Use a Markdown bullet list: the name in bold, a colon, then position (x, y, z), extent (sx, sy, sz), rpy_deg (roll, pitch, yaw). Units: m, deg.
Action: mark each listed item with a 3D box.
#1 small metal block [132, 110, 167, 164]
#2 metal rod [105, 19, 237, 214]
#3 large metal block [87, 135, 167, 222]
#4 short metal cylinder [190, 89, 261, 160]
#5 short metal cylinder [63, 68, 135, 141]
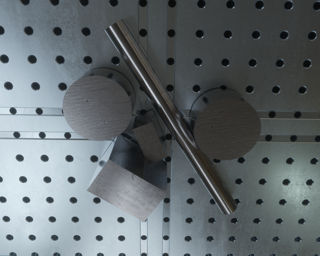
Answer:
- **small metal block**: position (-0.012, 0.010, 0.399), extent (0.025, 0.050, 0.050), rpy_deg (-20, 109, 7)
- **metal rod**: position (0.024, -0.002, 0.409), extent (0.025, 0.025, 0.299), rpy_deg (-30, 108, 10)
- **large metal block**: position (-0.038, 0.061, 0.401), extent (0.080, 0.080, 0.050), rpy_deg (33, 108, -11)
- **short metal cylinder**: position (0.081, -0.006, 0.395), extent (0.081, 0.050, 0.079), rpy_deg (0, 110, 0)
- **short metal cylinder**: position (-0.073, -0.030, 0.384), extent (0.081, 0.050, 0.079), rpy_deg (0, 110, 0)
